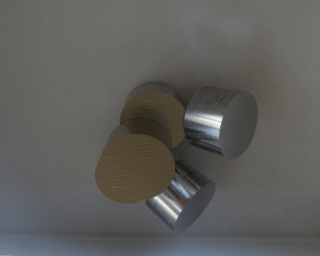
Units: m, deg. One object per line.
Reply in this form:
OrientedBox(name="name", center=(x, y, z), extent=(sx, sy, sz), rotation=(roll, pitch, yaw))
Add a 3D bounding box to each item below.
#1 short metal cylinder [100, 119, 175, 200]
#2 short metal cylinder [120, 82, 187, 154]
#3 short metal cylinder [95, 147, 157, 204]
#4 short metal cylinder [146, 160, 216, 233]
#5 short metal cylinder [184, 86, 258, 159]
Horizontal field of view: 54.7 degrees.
OrientedBox(name="short metal cylinder", center=(-0.024, 0.035, 0.354), extent=(0.081, 0.050, 0.079), rotation=(0, 110, -1))
OrientedBox(name="short metal cylinder", center=(-0.007, -0.014, 0.391), extent=(0.081, 0.050, 0.079), rotation=(0, 110, -1))
OrientedBox(name="short metal cylinder", center=(-0.042, 0.054, 0.416), extent=(0.081, 0.050, 0.079), rotation=(0, 110, -1))
OrientedBox(name="short metal cylinder", center=(0.028, 0.089, 0.406), extent=(0.050, 0.081, 0.079), rotation=(36, 111, 30))
OrientedBox(name="short metal cylinder", center=(0.074, -0.008, 0.372), extent=(0.081, 0.050, 0.079), rotation=(-18, 115, -42))
